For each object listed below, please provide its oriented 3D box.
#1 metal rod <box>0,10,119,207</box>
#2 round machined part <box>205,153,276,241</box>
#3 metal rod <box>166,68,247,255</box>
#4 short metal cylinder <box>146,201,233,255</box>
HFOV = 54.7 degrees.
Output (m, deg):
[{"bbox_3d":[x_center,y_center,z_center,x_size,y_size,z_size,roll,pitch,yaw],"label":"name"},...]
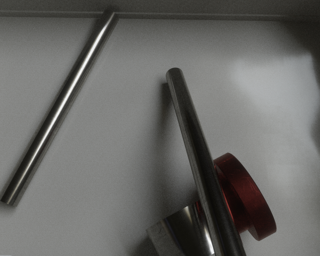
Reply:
[{"bbox_3d":[-0.129,-0.040,0.422,0.025,0.025,0.300,21,71,7],"label":"metal rod"},{"bbox_3d":[0.081,0.080,0.343,0.042,0.098,0.098,-28,73,-1],"label":"round machined part"},{"bbox_3d":[0.042,0.029,0.334,0.025,0.025,0.300,-9,45,-3],"label":"metal rod"},{"bbox_3d":[0.031,0.116,0.338,0.080,0.080,0.050,-25,72,-9],"label":"short metal cylinder"}]
